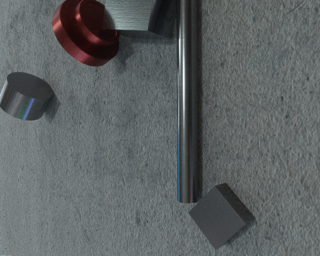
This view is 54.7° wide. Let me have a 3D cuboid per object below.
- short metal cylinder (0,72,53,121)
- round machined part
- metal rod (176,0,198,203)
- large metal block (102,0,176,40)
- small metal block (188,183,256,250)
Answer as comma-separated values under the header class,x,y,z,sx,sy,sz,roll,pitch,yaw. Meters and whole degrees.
class,x,y,z,sx,sy,sz,roll,pitch,yaw
short metal cylinder,-0.246,-0.059,0.568,0.080,0.081,0.050,50,119,28
round machined part,-0.095,-0.139,0.433,0.042,0.099,0.098,-27,73,37
metal rod,0.033,-0.061,0.376,0.025,0.025,0.298,0,90,39
large metal block,-0.024,-0.163,0.405,0.080,0.050,0.079,15,99,36
small metal block,0.068,0.098,0.347,0.050,0.025,0.050,52,120,27
